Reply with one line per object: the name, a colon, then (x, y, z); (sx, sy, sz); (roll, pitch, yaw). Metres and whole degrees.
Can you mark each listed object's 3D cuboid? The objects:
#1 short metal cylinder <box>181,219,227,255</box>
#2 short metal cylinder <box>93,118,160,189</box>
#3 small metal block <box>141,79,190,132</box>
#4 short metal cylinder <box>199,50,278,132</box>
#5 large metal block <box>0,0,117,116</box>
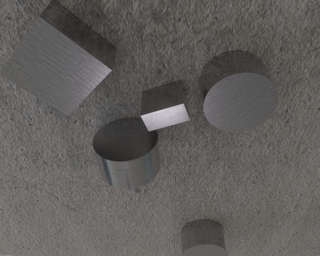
short metal cylinder: (0.080, 0.213, 0.573); (0.081, 0.050, 0.079); (0, 130, 0)
short metal cylinder: (-0.041, 0.031, 0.397); (0.080, 0.080, 0.050); (-3, 130, 2)
small metal block: (0.006, -0.027, 0.368); (0.050, 0.050, 0.025); (-15, 129, 12)
short metal cylinder: (0.088, -0.042, 0.356); (0.081, 0.050, 0.079); (0, 130, 0)
large metal block: (-0.105, -0.072, 0.328); (0.080, 0.050, 0.080); (35, 122, -27)
